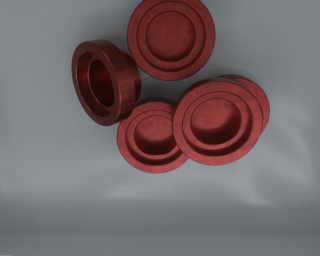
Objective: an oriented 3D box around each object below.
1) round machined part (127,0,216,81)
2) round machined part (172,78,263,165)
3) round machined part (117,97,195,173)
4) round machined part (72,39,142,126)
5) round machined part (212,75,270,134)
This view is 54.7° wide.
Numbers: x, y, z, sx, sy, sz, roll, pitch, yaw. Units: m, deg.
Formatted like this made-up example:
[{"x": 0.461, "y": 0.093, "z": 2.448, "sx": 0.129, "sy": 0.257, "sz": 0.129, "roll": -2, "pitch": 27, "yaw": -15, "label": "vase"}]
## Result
[{"x": 0.012, "y": -0.107, "z": 0.363, "sx": 0.099, "sy": 0.042, "sz": 0.097, "roll": 0, "pitch": 110, "yaw": -1, "label": "round machined part"}, {"x": 0.062, "y": -0.010, "z": 0.355, "sx": 0.099, "sy": 0.042, "sz": 0.097, "roll": 0, "pitch": 110, "yaw": -1, "label": "round machined part"}, {"x": -0.005, "y": 0.006, "z": 0.405, "sx": 0.099, "sy": 0.042, "sz": 0.097, "roll": 0, "pitch": 110, "yaw": -1, "label": "round machined part"}, {"x": -0.059, "y": -0.054, "z": 0.363, "sx": 0.042, "sy": 0.098, "sz": 0.097, "roll": -23, "pitch": 116, "yaw": -38, "label": "round machined part"}, {"x": 0.092, "y": -0.016, "z": 0.398, "sx": 0.099, "sy": 0.042, "sz": 0.097, "roll": 0, "pitch": 110, "yaw": -1, "label": "round machined part"}]
